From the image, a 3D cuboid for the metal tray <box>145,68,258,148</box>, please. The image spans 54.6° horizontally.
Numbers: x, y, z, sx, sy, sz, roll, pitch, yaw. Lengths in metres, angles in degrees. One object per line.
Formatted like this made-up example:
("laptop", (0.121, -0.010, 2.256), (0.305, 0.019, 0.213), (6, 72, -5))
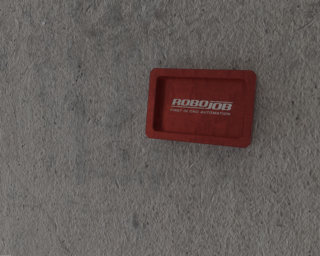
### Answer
("metal tray", (0.050, -0.027, 0.388), (0.130, 0.030, 0.090), (5, 92, 20))
